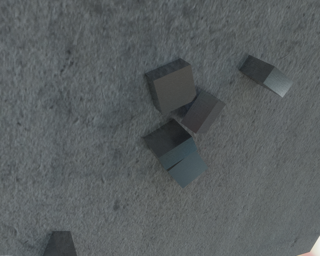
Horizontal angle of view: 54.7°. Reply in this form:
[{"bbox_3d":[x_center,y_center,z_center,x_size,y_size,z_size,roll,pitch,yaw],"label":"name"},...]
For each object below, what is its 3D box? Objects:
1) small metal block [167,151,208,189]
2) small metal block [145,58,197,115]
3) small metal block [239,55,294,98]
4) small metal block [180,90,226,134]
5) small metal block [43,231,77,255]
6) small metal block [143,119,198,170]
[{"bbox_3d":[0.037,0.055,0.463,0.050,0.025,0.050,-39,130,-2],"label":"small metal block"},{"bbox_3d":[0.015,-0.051,0.385,0.050,0.025,0.050,-26,128,-13],"label":"small metal block"},{"bbox_3d":[0.147,-0.072,0.429,0.050,0.050,0.025,23,106,-37],"label":"small metal block"},{"bbox_3d":[0.059,-0.020,0.414,0.050,0.025,0.050,-57,161,12],"label":"small metal block"},{"bbox_3d":[-0.139,0.179,0.427,0.025,0.050,0.050,14,111,-34],"label":"small metal block"},{"bbox_3d":[0.013,0.021,0.412,0.050,0.050,0.025,-32,129,-8],"label":"small metal block"}]
